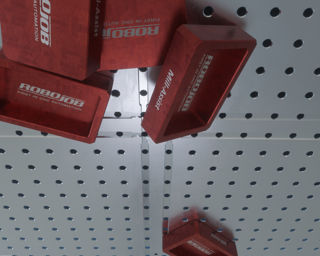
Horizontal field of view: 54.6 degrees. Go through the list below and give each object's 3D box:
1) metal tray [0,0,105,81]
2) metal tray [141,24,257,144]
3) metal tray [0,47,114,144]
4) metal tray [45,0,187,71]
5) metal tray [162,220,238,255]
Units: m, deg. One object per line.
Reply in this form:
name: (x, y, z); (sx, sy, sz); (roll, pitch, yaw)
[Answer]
metal tray: (-0.098, -0.117, 0.279); (0.090, 0.030, 0.129); (17, 122, 8)
metal tray: (0.039, -0.045, 0.339); (0.091, 0.030, 0.129); (-13, 141, -37)
metal tray: (-0.132, -0.036, 0.376); (0.131, 0.030, 0.089); (16, 128, -14)
metal tray: (-0.039, -0.107, 0.317); (0.131, 0.030, 0.090); (-4, 130, 3)
metal tray: (0.079, 0.235, 0.608); (0.090, 0.030, 0.130); (-36, 122, 26)
